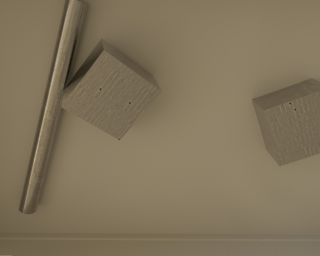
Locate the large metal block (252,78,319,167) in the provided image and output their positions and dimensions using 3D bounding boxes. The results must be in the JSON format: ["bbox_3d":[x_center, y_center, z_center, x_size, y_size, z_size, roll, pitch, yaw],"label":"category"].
[{"bbox_3d":[0.174,-0.008,0.398,0.080,0.050,0.080,-20,109,7],"label":"large metal block"}]

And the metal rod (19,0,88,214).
[{"bbox_3d":[-0.144,-0.015,0.403,0.025,0.025,0.298,18,109,-7],"label":"metal rod"}]

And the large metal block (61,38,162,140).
[{"bbox_3d":[-0.059,-0.045,0.370,0.080,0.050,0.080,33,107,-28],"label":"large metal block"}]
